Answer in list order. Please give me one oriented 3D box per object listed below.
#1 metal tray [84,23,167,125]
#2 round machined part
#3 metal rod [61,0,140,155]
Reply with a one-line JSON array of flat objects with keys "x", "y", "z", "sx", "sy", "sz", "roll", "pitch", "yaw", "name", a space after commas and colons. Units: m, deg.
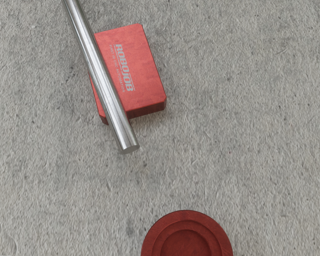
[{"x": -0.052, "y": -0.077, "z": 0.433, "sx": 0.091, "sy": 0.030, "sz": 0.130, "roll": -16, "pitch": 71, "yaw": -6, "name": "metal tray"}, {"x": 0.029, "y": 0.144, "z": 0.347, "sx": 0.099, "sy": 0.042, "sz": 0.098, "roll": 0, "pitch": 70, "yaw": 0, "name": "round machined part"}, {"x": -0.093, "y": -0.104, "z": 0.413, "sx": 0.025, "sy": 0.025, "sz": 0.299, "roll": -21, "pitch": 71, "yaw": -8, "name": "metal rod"}]
